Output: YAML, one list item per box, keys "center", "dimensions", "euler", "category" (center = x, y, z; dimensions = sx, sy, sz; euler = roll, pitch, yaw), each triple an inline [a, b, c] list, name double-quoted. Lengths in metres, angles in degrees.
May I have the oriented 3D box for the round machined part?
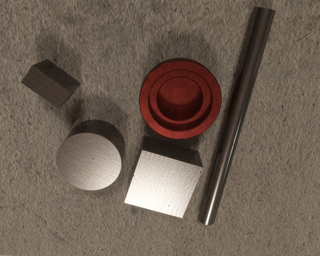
- center: [0.024, -0.039, 0.387]
  dimensions: [0.099, 0.042, 0.097]
  euler: [0, 110, -1]
  category: "round machined part"

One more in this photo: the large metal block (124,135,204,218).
- center: [0.004, 0.065, 0.421]
  dimensions: [0.080, 0.050, 0.079]
  euler: [17, 109, -7]
  category: "large metal block"

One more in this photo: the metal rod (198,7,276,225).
- center: [0.095, -0.001, 0.410]
  dimensions: [0.025, 0.025, 0.298]
  euler: [10, 110, -4]
  category: "metal rod"

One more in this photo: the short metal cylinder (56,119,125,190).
- center: [-0.089, 0.034, 0.408]
  dimensions: [0.081, 0.050, 0.079]
  euler: [0, 110, -1]
  category: "short metal cylinder"

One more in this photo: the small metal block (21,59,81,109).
- center: [-0.129, -0.055, 0.375]
  dimensions: [0.050, 0.050, 0.025]
  euler: [37, 106, -13]
  category: "small metal block"
